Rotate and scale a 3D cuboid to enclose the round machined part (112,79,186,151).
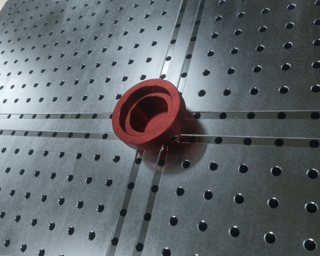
[{"bbox_3d":[-0.011,-0.014,0.412,0.098,0.042,0.098,-13,56,21],"label":"round machined part"}]
